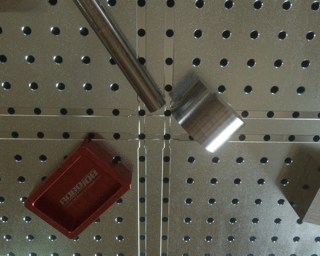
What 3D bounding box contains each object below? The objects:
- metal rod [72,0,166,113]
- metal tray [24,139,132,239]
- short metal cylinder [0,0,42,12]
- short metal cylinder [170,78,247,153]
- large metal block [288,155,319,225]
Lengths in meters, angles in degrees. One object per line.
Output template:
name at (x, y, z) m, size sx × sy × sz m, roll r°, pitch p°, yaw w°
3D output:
metal rod at (-0.084, -0.145, 0.358) m, size 0.025 × 0.025 × 0.299 m, roll -31°, pitch 108°, yaw 10°
metal tray at (-0.115, 0.089, 0.441) m, size 0.090 × 0.030 × 0.130 m, roll 43°, pitch 104°, yaw -15°
short metal cylinder at (-0.171, -0.168, 0.336) m, size 0.081 × 0.050 × 0.079 m, roll 0°, pitch 110°, yaw -1°
short metal cylinder at (0.059, -0.015, 0.379) m, size 0.080 × 0.080 × 0.050 m, roll 40°, pitch 105°, yaw -14°
large metal block at (0.244, 0.093, 0.438) m, size 0.081 × 0.050 × 0.079 m, roll 15°, pitch 109°, yaw -6°
